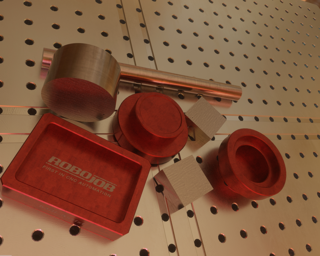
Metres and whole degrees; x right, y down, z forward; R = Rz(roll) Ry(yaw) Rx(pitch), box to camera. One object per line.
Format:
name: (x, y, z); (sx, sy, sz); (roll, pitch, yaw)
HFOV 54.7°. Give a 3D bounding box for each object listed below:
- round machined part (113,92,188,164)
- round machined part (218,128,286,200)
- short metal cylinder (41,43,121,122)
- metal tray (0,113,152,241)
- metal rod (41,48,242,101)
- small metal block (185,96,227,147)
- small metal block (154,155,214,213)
round machined part: (-0.007, -0.007, 0.397); (0.099, 0.042, 0.098); (14, 53, -20)
round machined part: (0.122, 0.053, 0.430); (0.099, 0.042, 0.098); (14, 56, -21)
short metal cylinder: (-0.088, -0.050, 0.355); (0.081, 0.080, 0.050); (16, 55, -19)
metal tray: (-0.083, 0.051, 0.328); (0.131, 0.030, 0.090); (27, 53, -11)
metal rod: (-0.009, -0.072, 0.446); (0.302, 0.025, 0.025); (6, 59, -25)
small metal block: (0.060, -0.010, 0.447); (0.050, 0.025, 0.050); (44, 51, 2)
small metal block: (0.029, 0.068, 0.382); (0.050, 0.025, 0.050); (-21, 73, -36)
